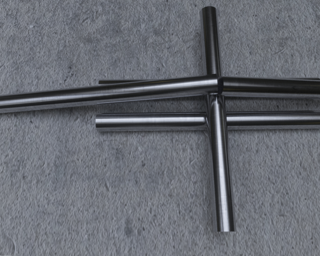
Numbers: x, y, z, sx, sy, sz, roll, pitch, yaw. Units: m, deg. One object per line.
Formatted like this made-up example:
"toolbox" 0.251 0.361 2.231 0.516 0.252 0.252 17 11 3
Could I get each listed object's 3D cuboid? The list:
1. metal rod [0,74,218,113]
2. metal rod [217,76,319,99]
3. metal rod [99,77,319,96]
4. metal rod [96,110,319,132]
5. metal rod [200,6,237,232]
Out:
"metal rod" -0.080 -0.042 0.397 0.302 0.025 0.025 -4 70 8
"metal rod" 0.221 -0.049 0.404 0.302 0.025 0.025 1 70 -11
"metal rod" 0.068 -0.056 0.430 0.302 0.025 0.025 -1 70 -1
"metal rod" 0.068 -0.010 0.413 0.302 0.025 0.025 -1 70 -1
"metal rod" 0.071 -0.026 0.393 0.025 0.025 0.299 0 70 -1
